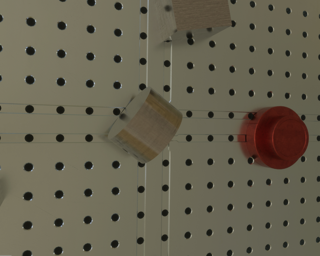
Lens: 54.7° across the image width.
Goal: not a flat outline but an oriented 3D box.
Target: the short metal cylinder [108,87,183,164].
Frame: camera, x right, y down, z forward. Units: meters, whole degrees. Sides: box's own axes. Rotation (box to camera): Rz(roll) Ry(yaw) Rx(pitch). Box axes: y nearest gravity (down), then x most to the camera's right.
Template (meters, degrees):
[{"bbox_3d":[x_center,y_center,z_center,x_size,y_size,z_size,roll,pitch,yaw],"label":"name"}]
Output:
[{"bbox_3d":[-0.018,-0.004,0.377,0.050,0.080,0.080,39,78,-16],"label":"short metal cylinder"}]

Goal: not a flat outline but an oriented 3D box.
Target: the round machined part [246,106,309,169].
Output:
[{"bbox_3d":[0.186,0.015,0.474,0.099,0.042,0.097,0,90,-21],"label":"round machined part"}]

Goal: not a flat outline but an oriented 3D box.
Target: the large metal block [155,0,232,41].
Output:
[{"bbox_3d":[0.042,-0.167,0.416,0.081,0.050,0.079,-12,95,-20],"label":"large metal block"}]

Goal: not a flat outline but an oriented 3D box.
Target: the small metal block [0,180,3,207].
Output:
[{"bbox_3d":[-0.198,0.076,0.326,0.050,0.050,0.025,-10,94,-20],"label":"small metal block"}]
